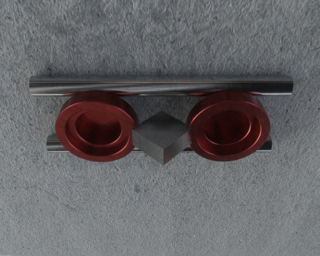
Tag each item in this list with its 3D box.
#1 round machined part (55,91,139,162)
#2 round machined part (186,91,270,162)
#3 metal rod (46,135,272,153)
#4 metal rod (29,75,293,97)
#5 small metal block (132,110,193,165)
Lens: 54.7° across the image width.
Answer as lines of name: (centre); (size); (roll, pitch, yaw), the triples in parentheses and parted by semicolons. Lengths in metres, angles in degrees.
round machined part: (-0.075, -0.006, 0.386); (0.099, 0.042, 0.097); (0, 130, 0)
round machined part: (0.082, -0.006, 0.386); (0.099, 0.042, 0.097); (0, 130, 0)
metal rod: (0.000, 0.022, 0.427); (0.302, 0.025, 0.025); (0, 130, -1)
metal rod: (0.002, -0.050, 0.366); (0.302, 0.025, 0.025); (0, 130, -1)
small metal block: (0.003, 0.010, 0.366); (0.050, 0.050, 0.025); (31, 138, 32)
